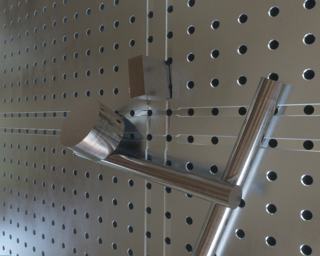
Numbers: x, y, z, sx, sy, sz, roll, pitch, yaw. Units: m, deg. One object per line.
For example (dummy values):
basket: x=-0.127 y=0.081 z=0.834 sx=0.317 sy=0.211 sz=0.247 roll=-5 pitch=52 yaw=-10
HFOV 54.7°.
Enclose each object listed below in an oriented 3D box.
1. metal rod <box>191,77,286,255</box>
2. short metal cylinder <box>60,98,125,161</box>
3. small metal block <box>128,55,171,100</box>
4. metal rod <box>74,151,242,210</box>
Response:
metal rod: x=0.071 y=0.089 z=0.350 sx=0.025 sy=0.025 sz=0.298 roll=29 pitch=108 yaw=36
short metal cylinder: x=-0.099 y=0.002 z=0.455 sx=0.080 sy=0.050 sz=0.080 roll=-23 pitch=49 yaw=29
small metal block: x=-0.013 y=-0.064 z=0.404 sx=0.025 sy=0.050 sz=0.050 roll=-7 pitch=86 yaw=40
metal rod: x=-0.029 y=0.052 z=0.415 sx=0.300 sy=0.025 sz=0.025 roll=9 pitch=96 yaw=45
